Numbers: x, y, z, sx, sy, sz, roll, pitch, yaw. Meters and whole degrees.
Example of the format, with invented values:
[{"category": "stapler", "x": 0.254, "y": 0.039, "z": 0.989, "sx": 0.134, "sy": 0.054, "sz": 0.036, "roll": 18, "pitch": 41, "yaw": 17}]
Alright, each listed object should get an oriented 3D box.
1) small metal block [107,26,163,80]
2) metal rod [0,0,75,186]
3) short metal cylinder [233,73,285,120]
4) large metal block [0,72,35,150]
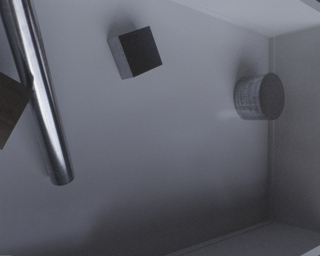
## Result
[{"category": "small metal block", "x": -0.030, "y": -0.093, "z": 0.383, "sx": 0.050, "sy": 0.025, "sz": 0.050, "roll": -32, "pitch": 110, "yaw": -36}, {"category": "metal rod", "x": -0.105, "y": -0.070, "z": 0.240, "sx": 0.025, "sy": 0.025, "sz": 0.298, "roll": -31, "pitch": 135, "yaw": -36}, {"category": "short metal cylinder", "x": 0.173, "y": -0.053, "z": 0.539, "sx": 0.081, "sy": 0.050, "sz": 0.079, "roll": 0, "pitch": 90, "yaw": -40}, {"category": "large metal block", "x": -0.159, "y": -0.024, "z": 0.238, "sx": 0.080, "sy": 0.080, "sz": 0.050, "roll": 34, "pitch": 69, "yaw": -35}]
